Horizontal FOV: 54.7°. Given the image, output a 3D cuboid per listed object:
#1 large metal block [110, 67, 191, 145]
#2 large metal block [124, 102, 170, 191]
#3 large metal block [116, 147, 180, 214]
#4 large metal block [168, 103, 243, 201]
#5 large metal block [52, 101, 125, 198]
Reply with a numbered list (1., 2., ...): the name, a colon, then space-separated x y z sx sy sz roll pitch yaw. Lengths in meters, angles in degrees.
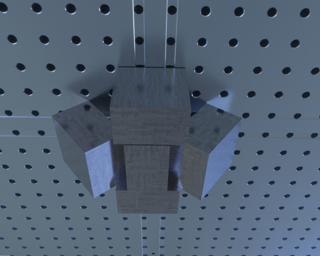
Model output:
1. large metal block: -0.010 -0.027 0.351 0.081 0.080 0.050 1 130 -1
2. large metal block: -0.015 0.023 0.394 0.050 0.080 0.079 1 130 -1
3. large metal block: -0.016 0.072 0.435 0.081 0.080 0.050 1 130 -1
4. large metal block: 0.055 0.028 0.389 0.050 0.080 0.079 27 136 27
5. large metal block: -0.086 0.025 0.388 0.050 0.080 0.079 -28 139 -30
